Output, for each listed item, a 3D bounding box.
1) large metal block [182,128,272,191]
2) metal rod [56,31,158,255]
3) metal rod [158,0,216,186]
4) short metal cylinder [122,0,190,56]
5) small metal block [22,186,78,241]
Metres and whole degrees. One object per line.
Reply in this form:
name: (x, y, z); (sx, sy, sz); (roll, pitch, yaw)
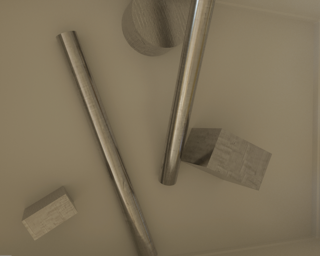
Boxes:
large metal block: (0.084, 0.039, 0.414); (0.080, 0.080, 0.050); (25, 82, -19)
metal rod: (-0.063, 0.029, 0.387); (0.025, 0.025, 0.298); (-22, 98, -19)
metal rod: (0.033, -0.063, 0.357); (0.025, 0.025, 0.298); (0, 116, -20)
short metal cylinder: (-0.004, -0.137, 0.397); (0.081, 0.050, 0.079); (0, 90, -21)
small metal block: (-0.125, 0.094, 0.352); (0.050, 0.050, 0.025); (-32, 101, -18)
